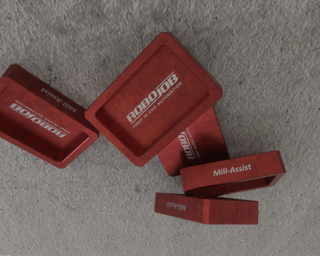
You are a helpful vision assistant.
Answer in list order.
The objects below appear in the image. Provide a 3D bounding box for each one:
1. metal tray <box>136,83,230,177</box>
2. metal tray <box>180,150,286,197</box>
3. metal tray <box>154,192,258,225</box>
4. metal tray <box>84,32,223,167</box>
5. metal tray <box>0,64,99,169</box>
[{"bbox_3d":[0.034,0.005,0.408,0.090,0.030,0.130,-16,129,13],"label":"metal tray"},{"bbox_3d":[0.098,0.070,0.433,0.131,0.030,0.090,-11,157,4],"label":"metal tray"},{"bbox_3d":[0.061,0.112,0.440,0.091,0.030,0.130,10,168,-28],"label":"metal tray"},{"bbox_3d":[-0.008,-0.029,0.344,0.130,0.030,0.090,-42,98,18],"label":"metal tray"},{"bbox_3d":[-0.153,-0.009,0.394,0.130,0.030,0.090,36,121,-27],"label":"metal tray"}]
